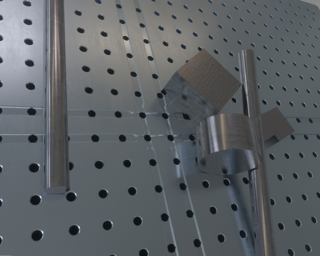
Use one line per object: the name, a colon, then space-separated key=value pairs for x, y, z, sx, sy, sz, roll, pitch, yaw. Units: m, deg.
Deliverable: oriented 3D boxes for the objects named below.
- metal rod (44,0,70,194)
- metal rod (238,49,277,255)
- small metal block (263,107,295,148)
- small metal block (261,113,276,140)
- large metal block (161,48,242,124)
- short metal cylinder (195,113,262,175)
metal rod: x=-0.128 y=-0.069 z=0.380 sx=0.025 sy=0.025 sz=0.299 roll=4 pitch=60 yaw=-26
metal rod: x=0.134 y=0.020 z=0.439 sx=0.025 sy=0.025 sz=0.299 roll=11 pitch=66 yaw=-23
small metal block: x=0.185 y=-0.002 z=0.509 sx=0.050 sy=0.025 sz=0.050 roll=-23 pitch=74 yaw=-36
small metal block: x=0.142 y=0.003 z=0.479 sx=0.050 sy=0.025 sz=0.050 roll=-24 pitch=75 yaw=-29
large metal block: x=0.063 y=-0.060 z=0.463 sx=0.080 sy=0.050 sz=0.080 roll=43 pitch=51 yaw=1
short metal cylinder: x=0.088 y=0.023 z=0.406 sx=0.081 sy=0.080 sz=0.050 roll=12 pitch=57 yaw=-22
